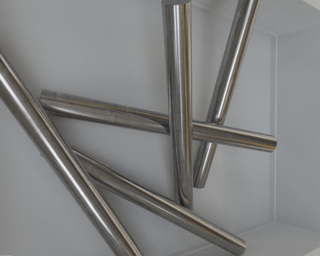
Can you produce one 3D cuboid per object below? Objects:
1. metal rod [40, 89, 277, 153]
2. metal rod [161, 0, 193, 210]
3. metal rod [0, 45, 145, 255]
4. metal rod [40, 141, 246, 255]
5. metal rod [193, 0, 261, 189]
[{"bbox_3d":[0.017,-0.002,0.369,0.302,0.025,0.025,10,83,-24],"label":"metal rod"},{"bbox_3d":[0.024,0.012,0.348,0.025,0.025,0.298,-36,137,-34],"label":"metal rod"},{"bbox_3d":[-0.084,0.046,0.301,0.025,0.025,0.299,-41,112,-32],"label":"metal rod"},{"bbox_3d":[-0.001,0.093,0.376,0.301,0.025,0.025,34,69,-25],"label":"metal rod"},{"bbox_3d":[0.083,-0.053,0.398,0.025,0.025,0.298,-8,120,-40],"label":"metal rod"}]
